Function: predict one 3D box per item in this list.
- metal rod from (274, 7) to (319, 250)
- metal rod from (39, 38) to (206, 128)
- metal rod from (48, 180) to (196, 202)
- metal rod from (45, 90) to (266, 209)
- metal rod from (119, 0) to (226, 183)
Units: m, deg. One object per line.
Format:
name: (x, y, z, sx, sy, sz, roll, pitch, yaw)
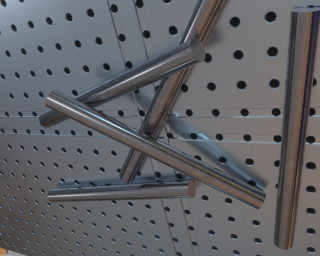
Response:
metal rod: (0.149, 0.024, 0.347, 0.025, 0.025, 0.298, 6, 121, 24)
metal rod: (-0.072, -0.045, 0.401, 0.299, 0.025, 0.025, -16, 110, 40)
metal rod: (-0.080, 0.108, 0.518, 0.300, 0.025, 0.025, -10, 114, 32)
metal rod: (-0.005, 0.028, 0.400, 0.301, 0.025, 0.025, 26, 128, 0)
metal rod: (0.002, -0.030, 0.390, 0.025, 0.025, 0.298, 32, 128, 7)
